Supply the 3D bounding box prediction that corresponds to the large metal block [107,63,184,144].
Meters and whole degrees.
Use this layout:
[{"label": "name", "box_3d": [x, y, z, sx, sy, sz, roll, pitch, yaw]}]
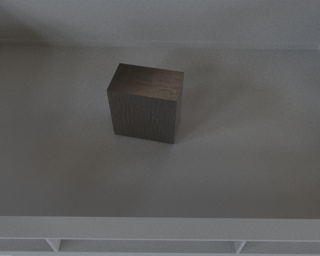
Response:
[{"label": "large metal block", "box_3d": [-0.016, -0.029, 0.391, 0.080, 0.080, 0.050, 9, 51, 7]}]
